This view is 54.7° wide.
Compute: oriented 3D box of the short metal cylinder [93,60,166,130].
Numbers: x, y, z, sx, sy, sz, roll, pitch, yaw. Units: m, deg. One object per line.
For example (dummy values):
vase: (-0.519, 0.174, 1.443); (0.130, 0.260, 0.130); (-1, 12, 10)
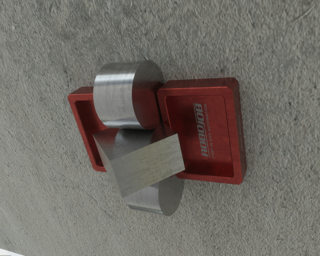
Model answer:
short metal cylinder: (-0.033, -0.038, 0.366); (0.050, 0.080, 0.080); (2, 119, 27)

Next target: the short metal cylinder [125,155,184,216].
short metal cylinder: (-0.006, 0.076, 0.423); (0.050, 0.080, 0.080); (2, 119, 27)

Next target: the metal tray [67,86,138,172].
metal tray: (-0.070, 0.005, 0.446); (0.090, 0.030, 0.129); (1, 119, 27)

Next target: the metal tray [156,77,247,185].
metal tray: (0.054, 0.005, 0.381); (0.090, 0.030, 0.129); (1, 119, 27)

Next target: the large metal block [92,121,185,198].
large metal block: (-0.028, 0.029, 0.378); (0.080, 0.081, 0.050); (39, 146, 58)
